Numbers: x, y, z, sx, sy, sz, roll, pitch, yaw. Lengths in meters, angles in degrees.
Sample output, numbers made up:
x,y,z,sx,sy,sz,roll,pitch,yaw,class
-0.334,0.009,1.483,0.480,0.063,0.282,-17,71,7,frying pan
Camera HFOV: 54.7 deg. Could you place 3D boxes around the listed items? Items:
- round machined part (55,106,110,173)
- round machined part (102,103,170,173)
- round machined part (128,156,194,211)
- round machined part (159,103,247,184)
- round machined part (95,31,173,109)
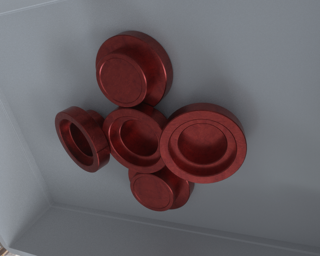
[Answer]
x,y,z,sx,sy,sz,roll,pitch,yaw,class
-0.104,0.012,0.448,0.098,0.042,0.097,28,135,32,round machined part
-0.024,0.009,0.413,0.098,0.042,0.097,13,124,21,round machined part
-0.004,0.081,0.448,0.098,0.042,0.097,13,124,21,round machined part
0.050,0.014,0.367,0.098,0.042,0.097,4,118,7,round machined part
-0.038,-0.064,0.376,0.098,0.042,0.097,13,124,21,round machined part
